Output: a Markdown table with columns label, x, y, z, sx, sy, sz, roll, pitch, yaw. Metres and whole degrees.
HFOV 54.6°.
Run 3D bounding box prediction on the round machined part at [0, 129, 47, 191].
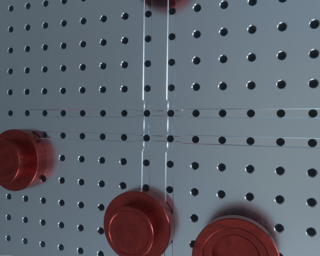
| label | x | y | z | sx | sy | sz | roll | pitch | yaw |
| --- | --- | --- | --- | --- | --- | --- | --- | --- | --- |
| round machined part | -0.231 | 0.051 | 0.486 | 0.098 | 0.042 | 0.097 | 0 | 90 | 20 |

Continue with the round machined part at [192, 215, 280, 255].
| label | x | y | z | sx | sy | sz | roll | pitch | yaw |
| --- | --- | --- | --- | --- | --- | --- | --- | --- | --- |
| round machined part | 0.090 | 0.153 | 0.368 | 0.098 | 0.042 | 0.098 | -2 | 84 | 17 |

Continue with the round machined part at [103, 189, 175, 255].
| label | x | y | z | sx | sy | sz | roll | pitch | yaw |
| --- | --- | --- | --- | --- | --- | --- | --- | --- | --- |
| round machined part | -0.033 | 0.134 | 0.416 | 0.098 | 0.042 | 0.097 | 0 | 90 | 20 |
